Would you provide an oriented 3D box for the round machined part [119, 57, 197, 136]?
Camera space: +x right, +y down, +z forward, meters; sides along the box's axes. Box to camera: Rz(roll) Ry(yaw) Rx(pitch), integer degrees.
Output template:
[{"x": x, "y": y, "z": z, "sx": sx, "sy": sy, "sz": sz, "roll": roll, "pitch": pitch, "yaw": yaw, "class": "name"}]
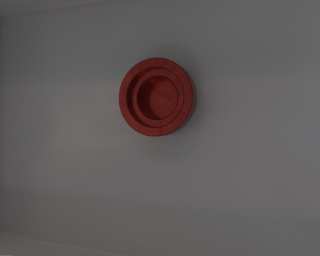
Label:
[{"x": 0.000, "y": -0.038, "z": 0.402, "sx": 0.098, "sy": 0.042, "sz": 0.097, "roll": 0, "pitch": 90, "yaw": 20, "class": "round machined part"}]
